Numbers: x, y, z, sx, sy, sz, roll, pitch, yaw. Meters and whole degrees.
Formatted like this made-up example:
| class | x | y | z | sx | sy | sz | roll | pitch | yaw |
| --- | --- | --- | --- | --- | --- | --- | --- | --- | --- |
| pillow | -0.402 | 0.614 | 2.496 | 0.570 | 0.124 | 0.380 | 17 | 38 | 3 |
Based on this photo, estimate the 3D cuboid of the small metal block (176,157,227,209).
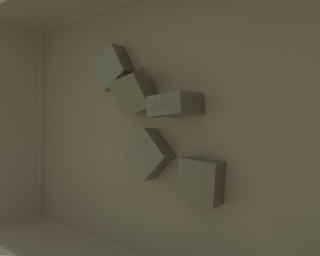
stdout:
| class | x | y | z | sx | sy | sz | roll | pitch | yaw |
| --- | --- | --- | --- | --- | --- | --- | --- | --- | --- |
| small metal block | 0.049 | 0.062 | 0.365 | 0.050 | 0.025 | 0.050 | 6 | 94 | 39 |

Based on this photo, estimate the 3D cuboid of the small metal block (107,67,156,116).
| class | x | y | z | sx | sy | sz | roll | pitch | yaw |
| --- | --- | --- | --- | --- | --- | --- | --- | --- | --- |
| small metal block | -0.037 | -0.049 | 0.423 | 0.050 | 0.025 | 0.050 | -15 | 107 | 38 |

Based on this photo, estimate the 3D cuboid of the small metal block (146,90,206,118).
| class | x | y | z | sx | sy | sz | roll | pitch | yaw |
| --- | --- | --- | --- | --- | --- | --- | --- | --- | --- |
| small metal block | 0.019 | -0.027 | 0.373 | 0.050 | 0.050 | 0.025 | -6 | 86 | 39 |

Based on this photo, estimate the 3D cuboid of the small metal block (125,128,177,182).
| class | x | y | z | sx | sy | sz | roll | pitch | yaw |
| --- | --- | --- | --- | --- | --- | --- | --- | --- | --- |
| small metal block | -0.013 | 0.035 | 0.416 | 0.050 | 0.025 | 0.050 | -51 | 61 | 27 |

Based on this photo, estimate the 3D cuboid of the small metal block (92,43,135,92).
| class | x | y | z | sx | sy | sz | roll | pitch | yaw |
| --- | --- | --- | --- | --- | --- | --- | --- | --- | --- |
| small metal block | -0.069 | -0.089 | 0.461 | 0.050 | 0.025 | 0.050 | -39 | 67 | 33 |
